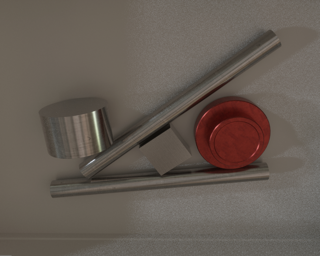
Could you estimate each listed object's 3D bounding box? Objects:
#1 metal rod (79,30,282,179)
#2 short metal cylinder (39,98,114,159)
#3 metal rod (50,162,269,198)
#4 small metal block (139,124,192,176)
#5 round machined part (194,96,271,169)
[{"bbox_3d":[0.017,-0.024,0.401,0.300,0.025,0.025,-35,107,11],"label":"metal rod"},{"bbox_3d":[-0.101,-0.002,0.379,0.081,0.080,0.050,-5,110,1],"label":"short metal cylinder"},{"bbox_3d":[-0.001,0.074,0.437,0.302,0.025,0.025,-5,110,1],"label":"metal rod"},{"bbox_3d":[0.007,0.028,0.419,0.050,0.025,0.050,-34,107,11],"label":"small metal block"},{"bbox_3d":[0.096,0.011,0.404,0.099,0.042,0.097,0,110,-1],"label":"round machined part"}]
